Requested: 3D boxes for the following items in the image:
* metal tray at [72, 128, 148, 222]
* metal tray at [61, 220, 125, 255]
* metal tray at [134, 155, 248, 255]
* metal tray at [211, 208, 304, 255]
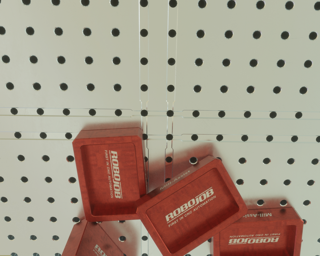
[{"bbox_3d":[-0.065,0.067,0.434,0.090,0.030,0.129,-3,110,1],"label":"metal tray"},{"bbox_3d":[-0.085,0.207,0.454,0.030,0.090,0.130,-31,107,11],"label":"metal tray"},{"bbox_3d":[0.043,0.109,0.423,0.130,0.030,0.090,-31,97,-7],"label":"metal tray"},{"bbox_3d":[0.145,0.171,0.474,0.131,0.030,0.089,-4,110,1],"label":"metal tray"}]
